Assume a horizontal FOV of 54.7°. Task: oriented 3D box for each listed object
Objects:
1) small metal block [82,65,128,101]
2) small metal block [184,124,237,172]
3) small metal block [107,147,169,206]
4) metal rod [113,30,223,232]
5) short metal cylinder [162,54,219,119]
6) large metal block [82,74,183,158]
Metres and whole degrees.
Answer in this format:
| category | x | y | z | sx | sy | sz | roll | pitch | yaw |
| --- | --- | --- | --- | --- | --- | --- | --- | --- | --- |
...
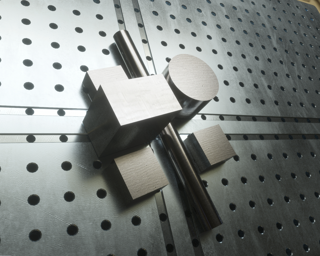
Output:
| category | x | y | z | sx | sy | sz | roll | pitch | yaw |
| --- | --- | --- | --- | --- | --- | --- | --- | --- | --- |
| small metal block | -0.066 | -0.051 | 0.405 | 0.050 | 0.025 | 0.050 | -19 | 72 | -36 |
| small metal block | 0.070 | 0.027 | 0.431 | 0.050 | 0.025 | 0.050 | -16 | 70 | -35 |
| small metal block | -0.026 | 0.055 | 0.362 | 0.050 | 0.025 | 0.050 | -17 | 71 | -35 |
| metal rod | 0.003 | -0.009 | 0.416 | 0.025 | 0.025 | 0.299 | -13 | 69 | -34 |
| short metal cylinder | 0.038 | -0.060 | 0.450 | 0.081 | 0.050 | 0.080 | 14 | 56 | -21 |
| large metal block | -0.035 | -0.014 | 0.362 | 0.081 | 0.080 | 0.050 | -17 | 71 | -35 |
